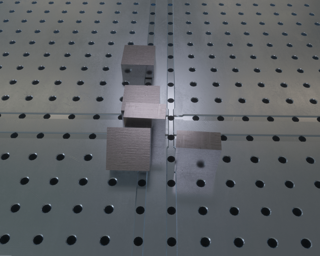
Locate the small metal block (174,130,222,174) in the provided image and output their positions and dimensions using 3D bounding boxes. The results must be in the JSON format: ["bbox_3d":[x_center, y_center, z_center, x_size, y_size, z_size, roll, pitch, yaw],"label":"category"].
[{"bbox_3d":[0.044,0.029,0.367,0.050,0.050,0.025,3,50,3],"label":"small metal block"}]

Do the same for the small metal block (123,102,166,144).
[{"bbox_3d":[-0.018,-0.005,0.396,0.050,0.050,0.025,3,50,2],"label":"small metal block"}]

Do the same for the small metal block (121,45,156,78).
[{"bbox_3d":[-0.033,-0.108,0.498,0.050,0.025,0.050,2,50,1],"label":"small metal block"}]

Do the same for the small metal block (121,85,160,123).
[{"bbox_3d":[-0.026,-0.034,0.436,0.050,0.025,0.050,1,50,1],"label":"small metal block"}]

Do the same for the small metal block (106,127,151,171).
[{"bbox_3d":[-0.036,0.024,0.370,0.050,0.025,0.050,1,89,1],"label":"small metal block"}]
